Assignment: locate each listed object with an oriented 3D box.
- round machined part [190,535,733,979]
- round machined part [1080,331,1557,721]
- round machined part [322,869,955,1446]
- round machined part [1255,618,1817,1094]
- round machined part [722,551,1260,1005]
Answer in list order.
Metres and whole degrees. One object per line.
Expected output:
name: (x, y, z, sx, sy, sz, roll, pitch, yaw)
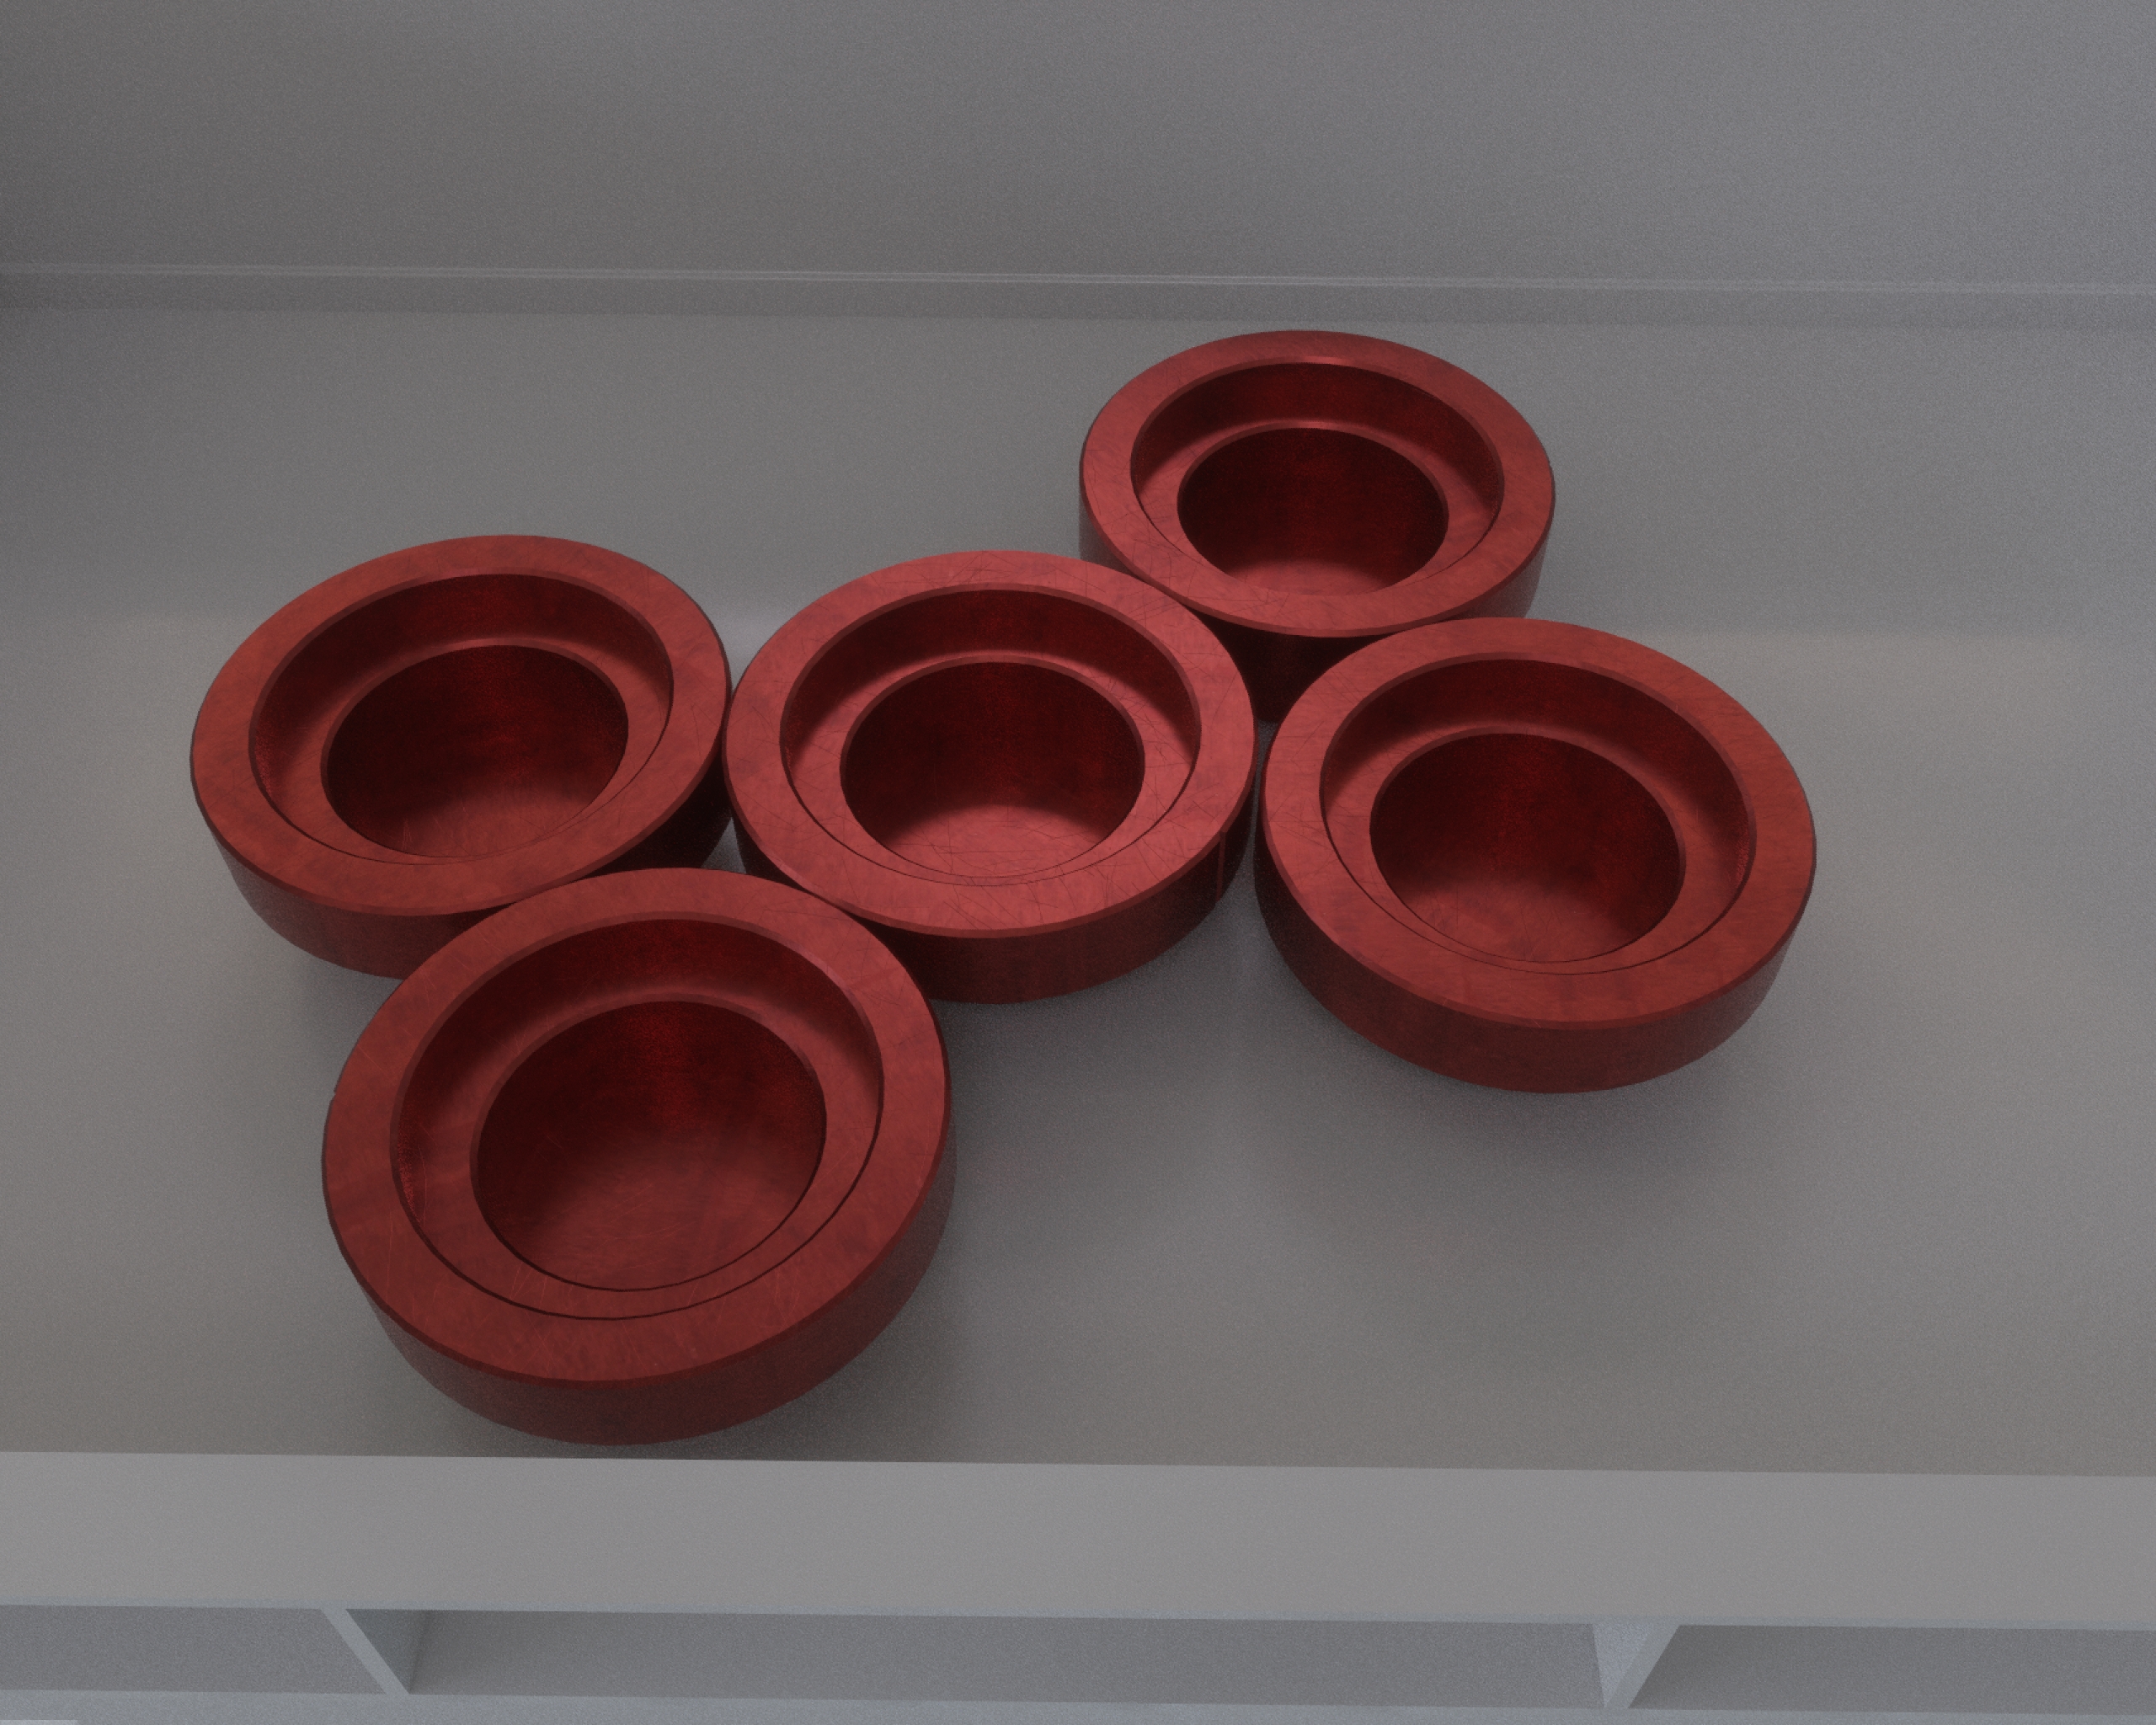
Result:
round machined part: (-0.114, -0.016, 0.403, 0.099, 0.042, 0.098, 0, 50, 0)
round machined part: (0.050, -0.068, 0.448, 0.099, 0.042, 0.098, 0, 50, 0)
round machined part: (-0.069, 0.051, 0.346, 0.099, 0.042, 0.098, 0, 50, 0)
round machined part: (0.082, 0.003, 0.389, 0.099, 0.042, 0.098, 0, 50, 0)
round machined part: (-0.016, -0.012, 0.399, 0.099, 0.042, 0.098, 0, 50, 0)
